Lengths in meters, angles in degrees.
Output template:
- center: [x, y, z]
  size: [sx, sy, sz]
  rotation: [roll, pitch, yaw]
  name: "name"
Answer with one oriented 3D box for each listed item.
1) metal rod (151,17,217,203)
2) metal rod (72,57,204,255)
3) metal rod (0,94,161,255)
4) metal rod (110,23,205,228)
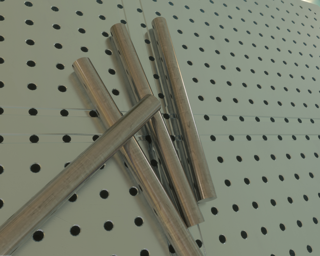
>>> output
- center: [0.028, -0.043, 0.448]
  size: [0.025, 0.025, 0.299]
  rotation: [1, 61, -28]
  name: "metal rod"
- center: [-0.027, 0.040, 0.368]
  size: [0.025, 0.025, 0.299]
  rotation: [-21, 73, -36]
  name: "metal rod"
- center: [-0.097, 0.060, 0.299]
  size: [0.025, 0.025, 0.301]
  rotation: [43, 57, 1]
  name: "metal rod"
- center: [-0.011, -0.018, 0.412]
  size: [0.025, 0.025, 0.299]
  rotation: [-8, 66, -32]
  name: "metal rod"
